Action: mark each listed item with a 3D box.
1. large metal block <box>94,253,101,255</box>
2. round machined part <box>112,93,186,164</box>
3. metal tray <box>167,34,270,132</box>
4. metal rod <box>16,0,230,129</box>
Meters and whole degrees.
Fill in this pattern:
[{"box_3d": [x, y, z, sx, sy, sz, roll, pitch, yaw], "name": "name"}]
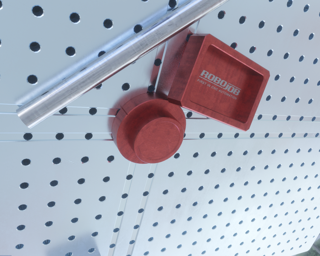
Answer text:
[{"box_3d": [-0.120, 0.260, 0.491, 0.081, 0.050, 0.079, -18, 126, -19], "name": "large metal block"}, {"box_3d": [-0.009, 0.007, 0.401, 0.099, 0.042, 0.097, -14, 124, -21], "name": "round machined part"}, {"box_3d": [0.081, -0.055, 0.405, 0.131, 0.030, 0.090, 18, 94, -36], "name": "metal tray"}, {"box_3d": [-0.020, -0.094, 0.343, 0.301, 0.025, 0.025, -34, 129, -6], "name": "metal rod"}]
